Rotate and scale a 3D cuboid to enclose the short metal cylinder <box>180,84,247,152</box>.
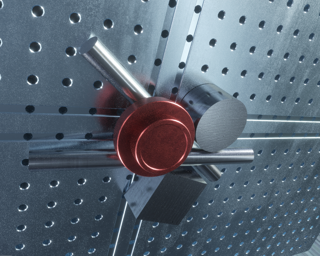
[{"bbox_3d":[0.071,-0.014,0.426,0.081,0.050,0.079,-14,125,-21],"label":"short metal cylinder"}]

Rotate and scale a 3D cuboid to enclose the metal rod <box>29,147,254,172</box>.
[{"bbox_3d":[-0.009,0.039,0.408,0.303,0.025,0.025,1,118,-21],"label":"metal rod"}]

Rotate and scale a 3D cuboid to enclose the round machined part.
[{"bbox_3d":[-0.002,0.015,0.366,0.099,0.042,0.097,-8,113,-20],"label":"round machined part"}]

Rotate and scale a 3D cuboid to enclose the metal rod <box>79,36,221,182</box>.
[{"bbox_3d":[0.008,-0.004,0.415,0.025,0.025,0.300,-44,130,2],"label":"metal rod"}]

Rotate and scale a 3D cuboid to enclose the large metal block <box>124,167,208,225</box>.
[{"bbox_3d":[0.008,0.091,0.454,0.080,0.050,0.080,22,107,-37],"label":"large metal block"}]
